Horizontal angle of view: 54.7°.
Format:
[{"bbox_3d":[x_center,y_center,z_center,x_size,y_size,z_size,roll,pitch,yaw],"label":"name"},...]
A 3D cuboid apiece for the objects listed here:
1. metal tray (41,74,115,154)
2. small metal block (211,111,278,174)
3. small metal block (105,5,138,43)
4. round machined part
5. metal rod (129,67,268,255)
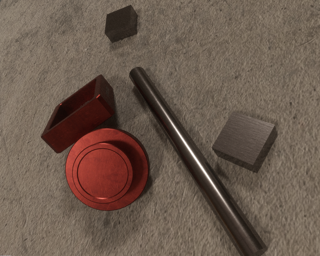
[{"bbox_3d":[-0.110,-0.026,0.434,0.090,0.030,0.130,-35,23,5],"label":"metal tray"},{"bbox_3d":[0.094,0.015,0.345,0.050,0.025,0.050,23,74,36],"label":"small metal block"},{"bbox_3d":[-0.068,-0.185,0.551,0.050,0.025,0.050,-14,56,20],"label":"small metal block"},{"bbox_3d":[-0.062,0.049,0.361,0.099,0.042,0.097,0,93,2],"label":"round machined part"},{"bbox_3d":[0.027,0.017,0.378,0.025,0.025,0.300,-35,51,4],"label":"metal rod"}]
